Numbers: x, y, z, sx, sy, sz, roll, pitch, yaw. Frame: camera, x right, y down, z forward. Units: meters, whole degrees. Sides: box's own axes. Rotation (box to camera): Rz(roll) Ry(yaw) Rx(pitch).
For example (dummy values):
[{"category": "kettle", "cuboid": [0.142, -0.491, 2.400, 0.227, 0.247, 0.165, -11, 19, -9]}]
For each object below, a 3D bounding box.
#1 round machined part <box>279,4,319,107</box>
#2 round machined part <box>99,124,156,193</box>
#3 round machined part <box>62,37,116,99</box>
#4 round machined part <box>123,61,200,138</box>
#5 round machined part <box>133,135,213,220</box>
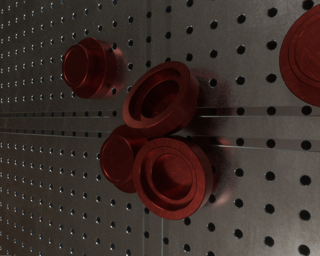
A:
[{"category": "round machined part", "cuboid": [0.154, -0.066, 0.271, 0.098, 0.042, 0.097, 0, 90, 39]}, {"category": "round machined part", "cuboid": [-0.047, 0.043, 0.435, 0.098, 0.042, 0.097, 0, 90, 39]}, {"category": "round machined part", "cuboid": [-0.119, -0.096, 0.494, 0.098, 0.042, 0.097, 0, 90, 39]}, {"category": "round machined part", "cuboid": [0.006, -0.030, 0.374, 0.098, 0.042, 0.098, -24, 44, 27]}, {"category": "round machined part", "cuboid": [0.019, 0.057, 0.375, 0.098, 0.042, 0.097, 4, 97, 31]}]
